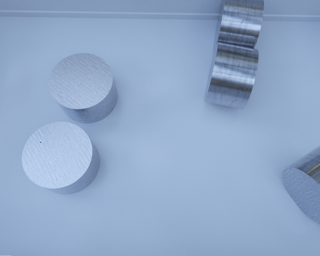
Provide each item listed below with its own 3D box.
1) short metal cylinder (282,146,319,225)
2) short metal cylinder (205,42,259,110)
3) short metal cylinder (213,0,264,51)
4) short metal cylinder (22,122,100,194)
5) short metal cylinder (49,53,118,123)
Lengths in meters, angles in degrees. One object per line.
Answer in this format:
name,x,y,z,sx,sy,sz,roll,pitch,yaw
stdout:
short metal cylinder,0.191,0.067,0.358,0.050,0.080,0.080,-30,73,-11
short metal cylinder,0.092,-0.068,0.407,0.050,0.080,0.080,12,71,4
short metal cylinder,0.108,-0.143,0.434,0.050,0.080,0.080,10,70,3
short metal cylinder,-0.119,0.038,0.381,0.081,0.050,0.080,0,70,0
short metal cylinder,-0.100,-0.052,0.414,0.081,0.050,0.080,0,70,0
